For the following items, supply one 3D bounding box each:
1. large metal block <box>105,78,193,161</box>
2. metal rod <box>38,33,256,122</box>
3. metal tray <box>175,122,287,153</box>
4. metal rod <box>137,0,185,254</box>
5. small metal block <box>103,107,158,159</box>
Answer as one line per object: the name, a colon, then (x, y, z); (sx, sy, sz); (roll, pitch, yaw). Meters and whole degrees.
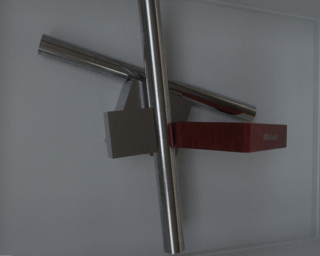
large metal block: (-0.015, -0.008, 0.391); (0.081, 0.050, 0.080); (19, 84, -20)
metal rod: (-0.001, -0.060, 0.410); (0.302, 0.025, 0.025); (15, 85, -20)
metal tray: (0.091, 0.009, 0.381); (0.131, 0.090, 0.030); (1, 91, -52)
metal rod: (0.001, -0.006, 0.357); (0.025, 0.025, 0.298); (-7, 93, -20)
small metal block: (-0.033, 0.005, 0.344); (0.050, 0.025, 0.050); (-7, 92, -21)
